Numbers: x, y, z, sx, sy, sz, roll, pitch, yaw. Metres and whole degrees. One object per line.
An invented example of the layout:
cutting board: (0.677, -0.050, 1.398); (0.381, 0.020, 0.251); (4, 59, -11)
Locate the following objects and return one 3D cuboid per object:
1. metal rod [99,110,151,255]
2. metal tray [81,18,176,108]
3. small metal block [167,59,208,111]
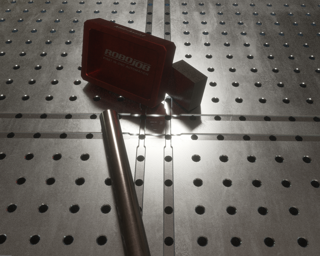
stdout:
metal rod: (-0.032, 0.095, 0.327); (0.025, 0.025, 0.300); (-11, 51, -10)
metal tray: (-0.049, -0.093, 0.440); (0.130, 0.089, 0.030); (23, 32, 18)
small metal block: (0.036, -0.061, 0.441); (0.025, 0.050, 0.050); (-28, 56, -31)
